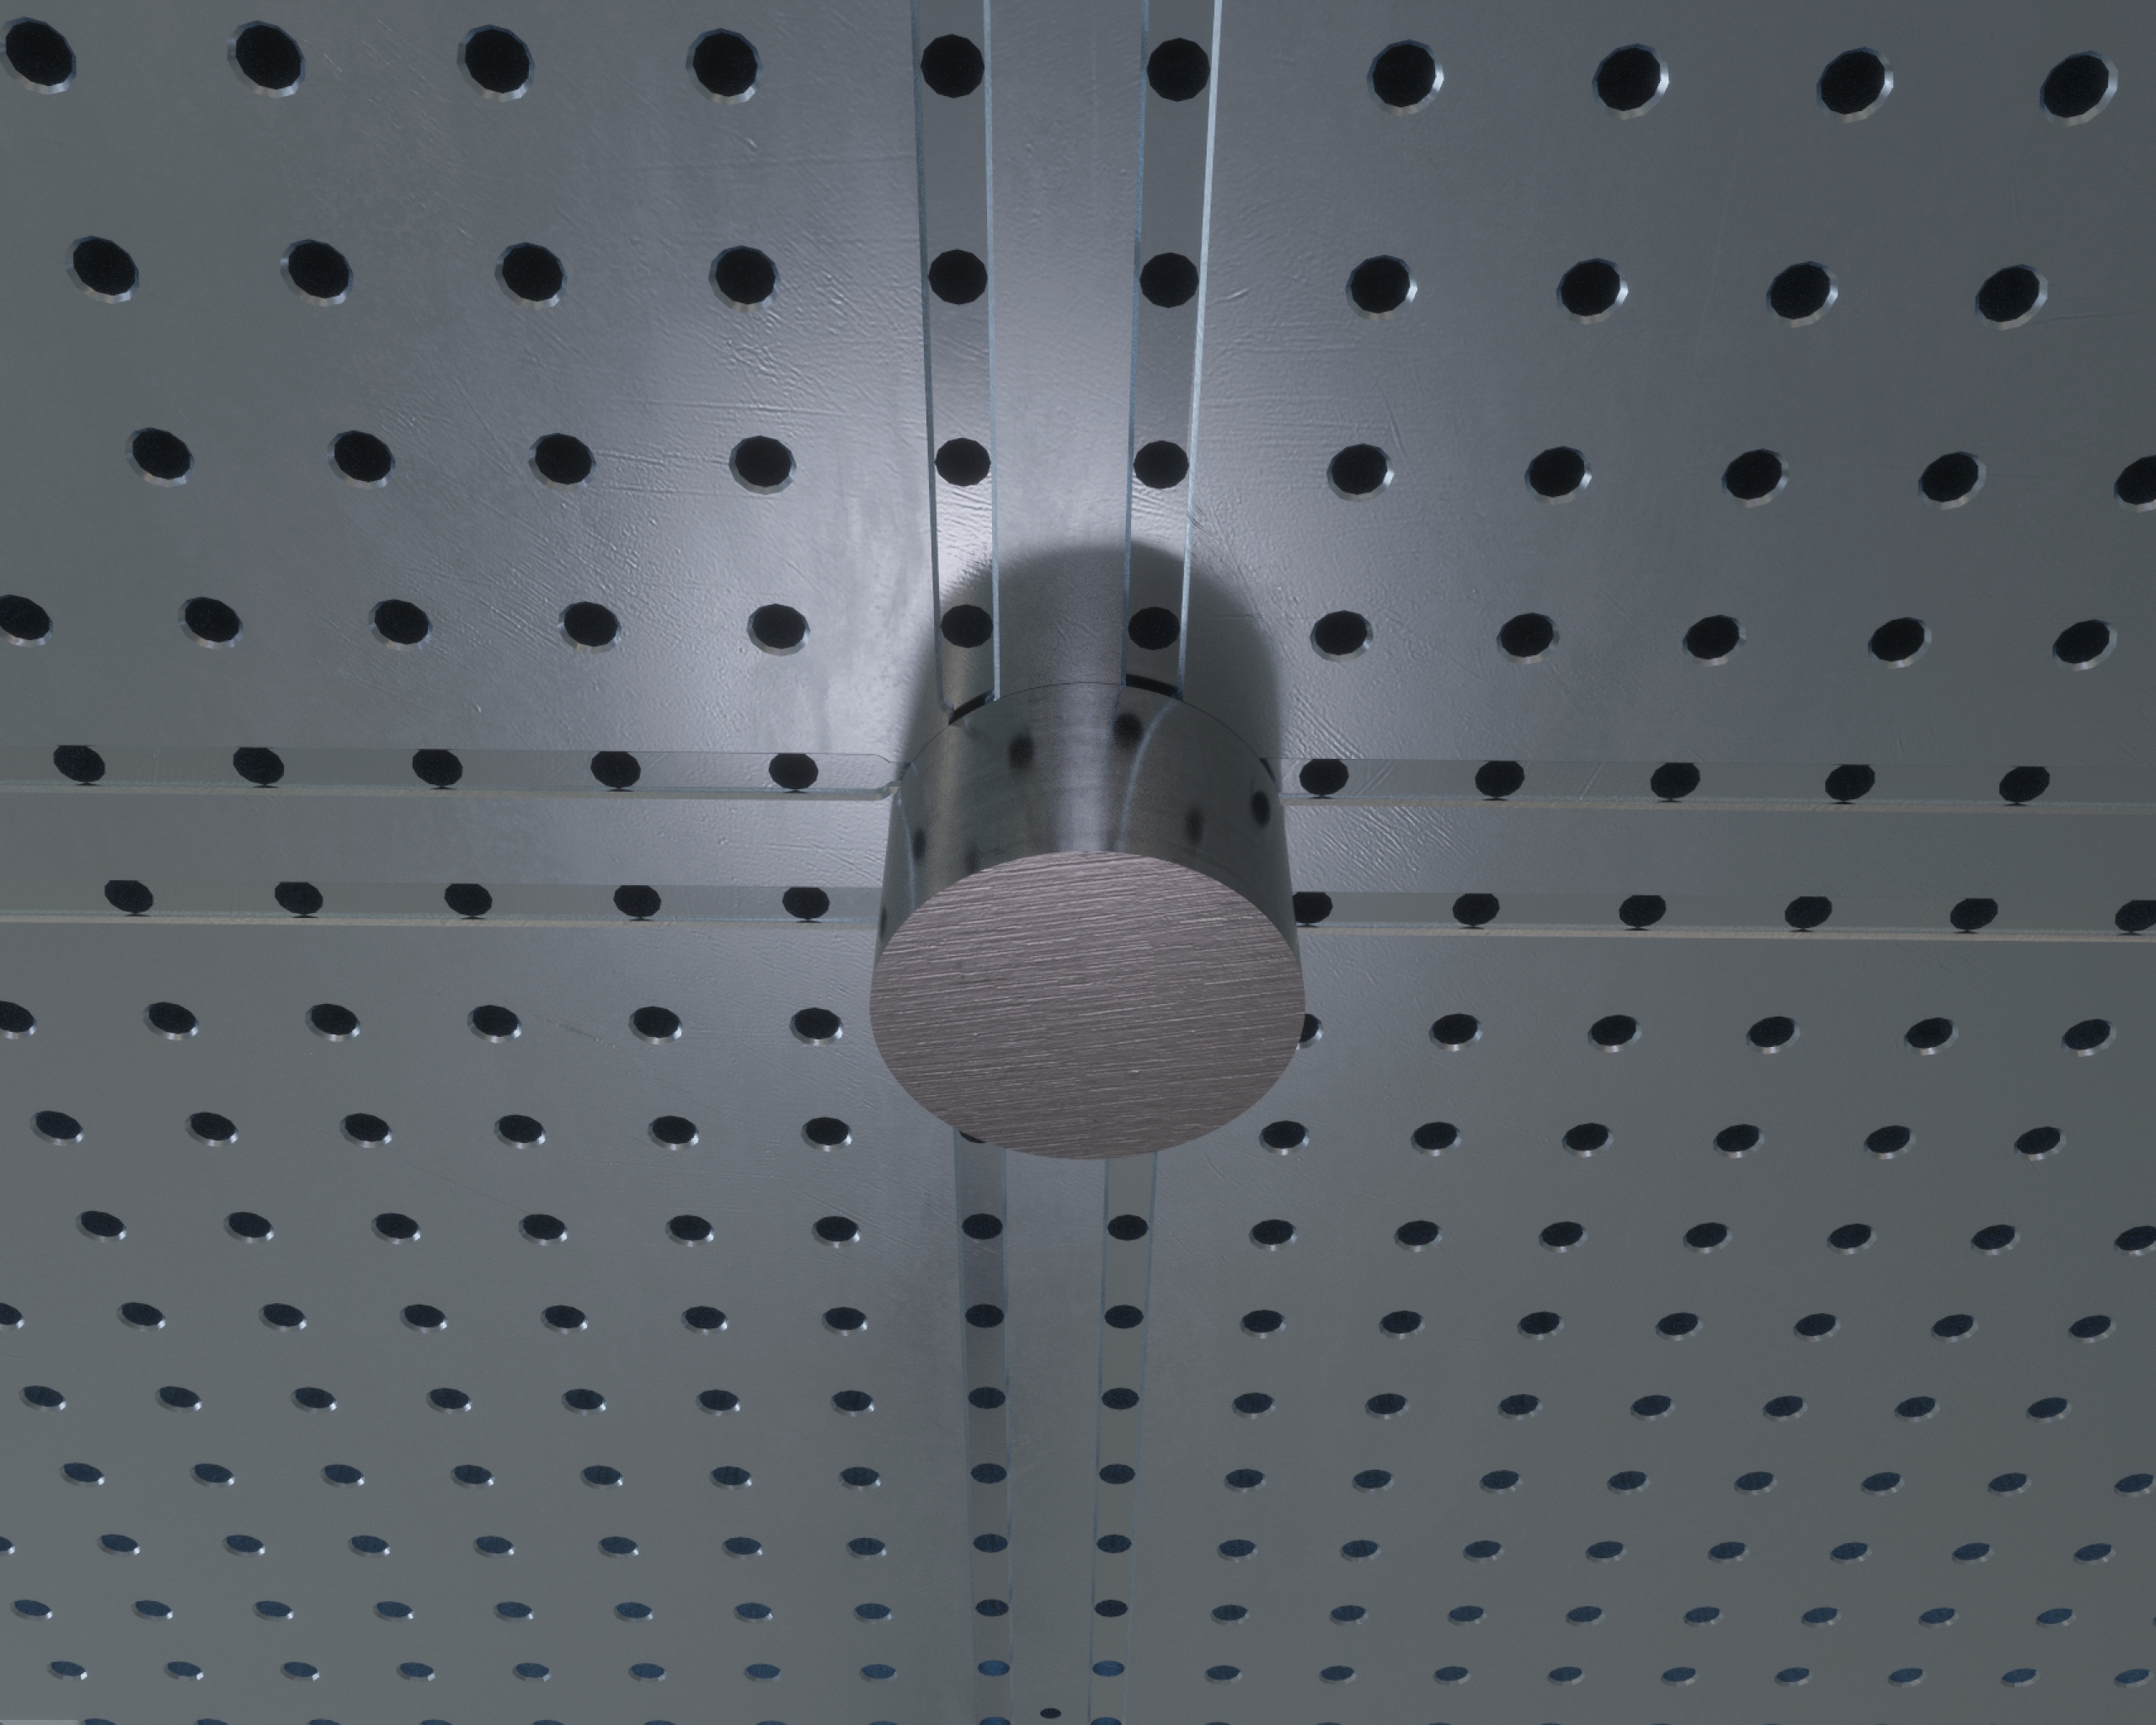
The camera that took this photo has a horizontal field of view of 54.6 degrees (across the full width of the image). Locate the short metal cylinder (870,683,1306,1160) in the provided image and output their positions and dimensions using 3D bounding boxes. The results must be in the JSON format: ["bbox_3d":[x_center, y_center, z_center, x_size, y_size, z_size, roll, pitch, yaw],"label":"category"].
[{"bbox_3d":[0.002,0.012,0.405,0.080,0.050,0.080,0,130,0],"label":"short metal cylinder"}]
